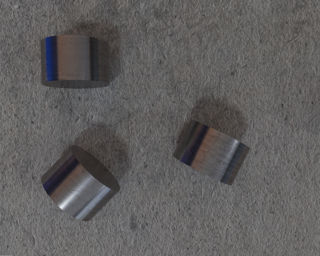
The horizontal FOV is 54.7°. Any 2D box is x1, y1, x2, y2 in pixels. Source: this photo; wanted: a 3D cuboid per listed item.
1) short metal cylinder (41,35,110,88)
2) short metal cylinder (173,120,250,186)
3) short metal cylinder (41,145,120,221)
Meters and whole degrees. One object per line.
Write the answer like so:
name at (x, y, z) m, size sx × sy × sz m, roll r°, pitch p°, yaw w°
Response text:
short metal cylinder at (-0.103, -0.078, 0.381) m, size 0.081 × 0.080 × 0.050 m, roll -1°, pitch 90°, yaw 0°
short metal cylinder at (0.063, 0.030, 0.383) m, size 0.080 × 0.080 × 0.050 m, roll 26°, pitch 90°, yaw 0°
short metal cylinder at (-0.096, 0.067, 0.382) m, size 0.080 × 0.080 × 0.050 m, roll 44°, pitch 90°, yaw 0°
